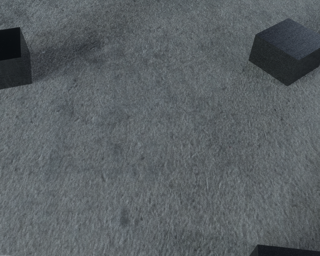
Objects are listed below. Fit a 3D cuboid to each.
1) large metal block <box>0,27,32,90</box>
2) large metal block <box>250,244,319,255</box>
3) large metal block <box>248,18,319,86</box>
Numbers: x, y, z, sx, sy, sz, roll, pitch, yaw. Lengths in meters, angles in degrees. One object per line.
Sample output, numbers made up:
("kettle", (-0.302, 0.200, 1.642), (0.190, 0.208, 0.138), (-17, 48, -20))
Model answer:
("large metal block", (-0.246, -0.104, 0.471), (0.081, 0.050, 0.080), (-13, 51, -11))
("large metal block", (0.120, 0.152, 0.261), (0.080, 0.050, 0.080), (5, 50, 4))
("large metal block", (0.204, -0.123, 0.493), (0.081, 0.050, 0.080), (-30, 56, -23))
